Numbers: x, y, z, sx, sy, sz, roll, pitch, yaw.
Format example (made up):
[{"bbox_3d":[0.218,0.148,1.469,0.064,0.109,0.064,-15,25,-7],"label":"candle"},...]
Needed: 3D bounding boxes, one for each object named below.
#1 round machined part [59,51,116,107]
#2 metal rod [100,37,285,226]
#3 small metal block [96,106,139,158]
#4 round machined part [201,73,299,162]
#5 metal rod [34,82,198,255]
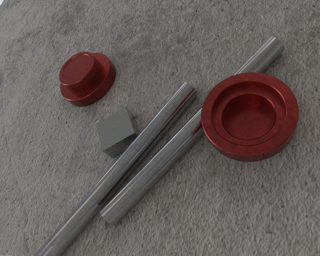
[{"bbox_3d":[-0.126,-0.087,0.512,0.098,0.042,0.098,-13,56,21],"label":"round machined part"},{"bbox_3d":[0.042,0.001,0.381,0.300,0.025,0.025,-46,51,-4],"label":"metal rod"},{"bbox_3d":[-0.057,0.006,0.430,0.050,0.025,0.050,-30,52,9],"label":"small metal block"},{"bbox_3d":[0.098,-0.009,0.341,0.098,0.042,0.098,-8,64,17],"label":"round machined part"},{"bbox_3d":[-0.056,0.060,0.396,0.300,0.025,0.025,-49,52,-7],"label":"metal rod"}]
